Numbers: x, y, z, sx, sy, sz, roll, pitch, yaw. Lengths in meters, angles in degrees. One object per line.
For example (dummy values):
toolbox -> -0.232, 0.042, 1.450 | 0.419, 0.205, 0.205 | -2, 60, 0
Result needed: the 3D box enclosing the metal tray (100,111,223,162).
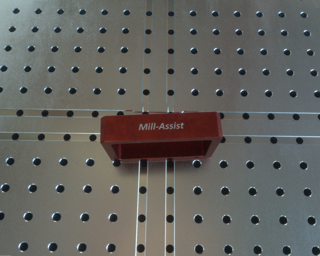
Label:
metal tray -> 0.001, 0.013, 0.372 | 0.131, 0.090, 0.030 | -2, 70, -1
